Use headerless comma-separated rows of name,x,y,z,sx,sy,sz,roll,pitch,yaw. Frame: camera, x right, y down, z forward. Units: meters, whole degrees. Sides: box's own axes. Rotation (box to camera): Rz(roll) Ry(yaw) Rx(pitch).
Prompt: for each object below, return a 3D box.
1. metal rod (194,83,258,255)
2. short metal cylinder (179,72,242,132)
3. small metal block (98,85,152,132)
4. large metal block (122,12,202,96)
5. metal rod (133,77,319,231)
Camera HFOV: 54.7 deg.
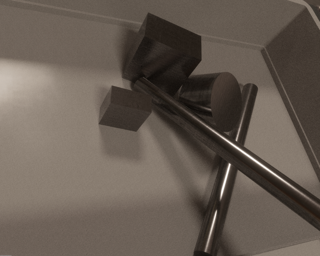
metal rod,0.103,0.038,0.439,0.025,0.025,0.301,33,51,-7
short metal cylinder,0.071,-0.035,0.428,0.081,0.050,0.079,-3,94,-48
small metal block,-0.043,-0.022,0.381,0.050,0.050,0.025,12,57,-22
large metal block,0.002,-0.099,0.432,0.081,0.080,0.050,18,51,-18
metal rod,0.075,0.021,0.356,0.025,0.025,0.300,-26,51,-37
